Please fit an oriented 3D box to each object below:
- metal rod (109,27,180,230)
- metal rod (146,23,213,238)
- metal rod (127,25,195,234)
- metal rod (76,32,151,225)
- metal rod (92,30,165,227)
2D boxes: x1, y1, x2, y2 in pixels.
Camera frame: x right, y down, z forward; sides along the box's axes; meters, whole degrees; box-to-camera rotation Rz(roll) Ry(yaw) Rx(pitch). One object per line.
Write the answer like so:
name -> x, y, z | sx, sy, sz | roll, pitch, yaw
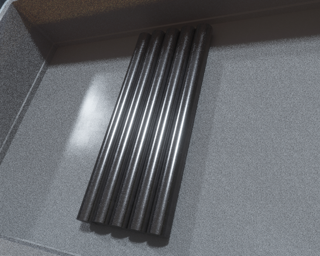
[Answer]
metal rod -> -0.013, -0.016, 0.421 | 0.025, 0.025, 0.300 | 0, 62, 28
metal rod -> 0.032, -0.015, 0.397 | 0.025, 0.025, 0.300 | 0, 62, 28
metal rod -> 0.010, -0.016, 0.409 | 0.025, 0.025, 0.300 | 0, 62, 28
metal rod -> -0.057, -0.016, 0.444 | 0.025, 0.025, 0.300 | 0, 62, 28
metal rod -> -0.035, -0.017, 0.433 | 0.025, 0.025, 0.300 | 0, 62, 28
